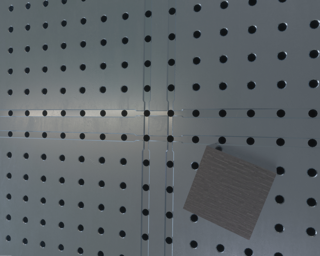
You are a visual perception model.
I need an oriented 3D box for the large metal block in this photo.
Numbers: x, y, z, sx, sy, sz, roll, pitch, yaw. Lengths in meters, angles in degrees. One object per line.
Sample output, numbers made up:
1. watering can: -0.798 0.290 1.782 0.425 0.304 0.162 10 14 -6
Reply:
1. large metal block: 0.084 0.071 0.370 0.080 0.050 0.080 22 97 18
